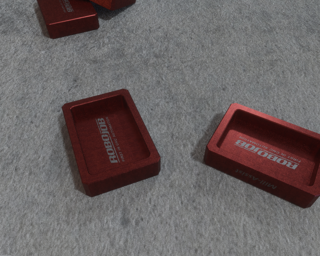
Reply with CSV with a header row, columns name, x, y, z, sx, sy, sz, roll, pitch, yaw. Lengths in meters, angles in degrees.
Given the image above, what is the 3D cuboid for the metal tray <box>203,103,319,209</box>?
name,x,y,z,sx,sy,sz,roll,pitch,yaw
metal tray,0.131,0.028,0.377,0.130,0.030,0.090,23,54,18

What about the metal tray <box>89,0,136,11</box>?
name,x,y,z,sx,sy,sz,roll,pitch,yaw
metal tray,-0.120,-0.276,0.603,0.130,0.030,0.090,28,39,11

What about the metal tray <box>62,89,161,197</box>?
name,x,y,z,sx,sy,sz,roll,pitch,yaw
metal tray,-0.064,0.012,0.388,0.091,0.030,0.130,-17,52,-14

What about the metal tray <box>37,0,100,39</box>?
name,x,y,z,sx,sy,sz,roll,pitch,yaw
metal tray,-0.178,-0.225,0.586,0.091,0.030,0.130,-18,53,-15
